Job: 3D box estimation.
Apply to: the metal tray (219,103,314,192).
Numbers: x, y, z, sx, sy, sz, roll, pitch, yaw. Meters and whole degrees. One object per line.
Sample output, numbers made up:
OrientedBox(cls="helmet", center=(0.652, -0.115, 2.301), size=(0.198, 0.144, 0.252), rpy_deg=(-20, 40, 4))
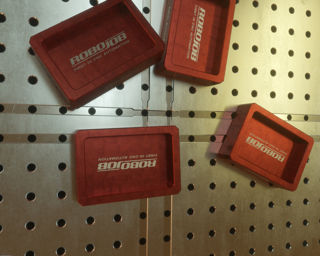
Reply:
OrientedBox(cls="metal tray", center=(0.164, 0.030, 0.469), size=(0.131, 0.030, 0.090), rpy_deg=(27, 81, -18))

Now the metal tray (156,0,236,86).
OrientedBox(cls="metal tray", center=(0.051, -0.131, 0.428), size=(0.091, 0.030, 0.129), rpy_deg=(10, 87, -20))

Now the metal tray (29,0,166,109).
OrientedBox(cls="metal tray", center=(-0.071, -0.093, 0.368), size=(0.131, 0.030, 0.090), rpy_deg=(-34, 82, -17))

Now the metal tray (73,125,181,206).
OrientedBox(cls="metal tray", center=(-0.040, 0.044, 0.394), size=(0.131, 0.030, 0.090), rpy_deg=(-3, 91, -20))
